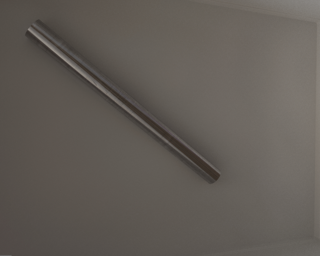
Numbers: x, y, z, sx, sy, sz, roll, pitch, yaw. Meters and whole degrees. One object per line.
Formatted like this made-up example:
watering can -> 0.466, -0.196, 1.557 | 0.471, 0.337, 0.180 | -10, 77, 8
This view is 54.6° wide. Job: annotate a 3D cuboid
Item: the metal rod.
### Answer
metal rod -> -0.035, -0.023, 0.397 | 0.301, 0.025, 0.025 | 39, 78, -16
